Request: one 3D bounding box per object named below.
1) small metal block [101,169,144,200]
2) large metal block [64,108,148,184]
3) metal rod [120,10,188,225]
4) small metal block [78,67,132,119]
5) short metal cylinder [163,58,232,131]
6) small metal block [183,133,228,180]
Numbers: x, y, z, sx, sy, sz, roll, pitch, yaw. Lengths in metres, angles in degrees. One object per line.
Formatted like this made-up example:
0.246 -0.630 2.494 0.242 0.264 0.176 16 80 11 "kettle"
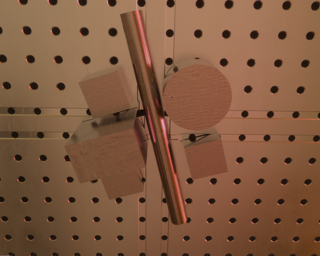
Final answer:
-0.054 0.068 0.438 0.050 0.025 0.050 -15 110 5 "small metal block"
-0.062 0.019 0.389 0.080 0.080 0.050 -14 110 5 "large metal block"
-0.003 0.001 0.413 0.025 0.025 0.298 -12 110 4 "metal rod"
-0.068 -0.044 0.396 0.050 0.025 0.050 -16 110 5 "small metal block"
0.044 -0.043 0.384 0.081 0.050 0.079 0 110 -1 "short metal cylinder"
0.063 0.039 0.428 0.050 0.025 0.050 -14 110 4 "small metal block"
